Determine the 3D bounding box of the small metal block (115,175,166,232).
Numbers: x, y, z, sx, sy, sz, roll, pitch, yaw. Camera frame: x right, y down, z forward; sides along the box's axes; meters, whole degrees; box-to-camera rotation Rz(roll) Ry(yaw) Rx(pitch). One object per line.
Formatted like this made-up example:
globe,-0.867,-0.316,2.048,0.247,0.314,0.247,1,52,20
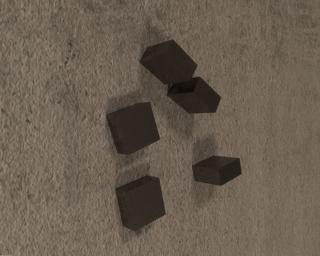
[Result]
small metal block,-0.024,0.092,0.387,0.050,0.025,0.050,-17,101,-39

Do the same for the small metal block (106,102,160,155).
small metal block,-0.032,-0.001,0.380,0.050,0.025,0.050,-25,106,-37

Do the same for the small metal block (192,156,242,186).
small metal block,0.085,0.062,0.463,0.050,0.050,0.025,-18,102,-39

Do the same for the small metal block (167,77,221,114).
small metal block,0.048,-0.044,0.431,0.050,0.050,0.025,36,68,-35

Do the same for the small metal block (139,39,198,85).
small metal block,0.011,-0.083,0.399,0.050,0.050,0.025,38,67,-34
